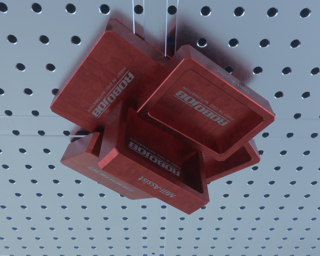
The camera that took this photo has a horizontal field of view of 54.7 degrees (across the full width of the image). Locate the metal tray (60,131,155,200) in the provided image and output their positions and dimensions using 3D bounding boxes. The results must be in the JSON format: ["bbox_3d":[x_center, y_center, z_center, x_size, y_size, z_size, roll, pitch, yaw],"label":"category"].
[{"bbox_3d":[-0.061,0.058,0.433,0.130,0.030,0.090,35,147,-26],"label":"metal tray"}]

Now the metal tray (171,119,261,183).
[{"bbox_3d":[0.063,0.036,0.438,0.130,0.030,0.090,-27,126,20],"label":"metal tray"}]

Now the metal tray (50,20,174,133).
[{"bbox_3d":[-0.057,-0.048,0.365,0.090,0.030,0.129,32,123,-25],"label":"metal tray"}]

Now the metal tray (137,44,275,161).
[{"bbox_3d":[0.051,-0.022,0.351,0.131,0.030,0.090,29,124,-23],"label":"metal tray"}]

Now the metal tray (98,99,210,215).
[{"bbox_3d":[-0.003,0.033,0.357,0.130,0.090,0.030,33,122,-25],"label":"metal tray"}]
